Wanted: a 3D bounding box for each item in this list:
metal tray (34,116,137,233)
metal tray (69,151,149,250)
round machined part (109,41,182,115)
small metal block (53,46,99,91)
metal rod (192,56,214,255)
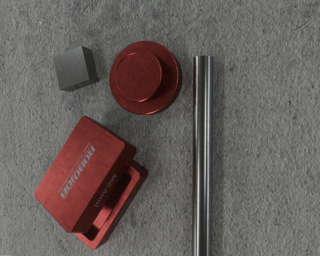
[{"bbox_3d":[-0.100,0.059,0.410,0.090,0.030,0.130,30,88,33],"label":"metal tray"},{"bbox_3d":[-0.087,0.090,0.435,0.090,0.030,0.129,34,101,16],"label":"metal tray"},{"bbox_3d":[-0.023,-0.066,0.407,0.098,0.042,0.097,0,90,19],"label":"round machined part"},{"bbox_3d":[-0.123,-0.085,0.451,0.050,0.025,0.050,-16,85,19],"label":"small metal block"},{"bbox_3d":[0.053,0.061,0.389,0.025,0.025,0.298,1,90,19],"label":"metal rod"}]
